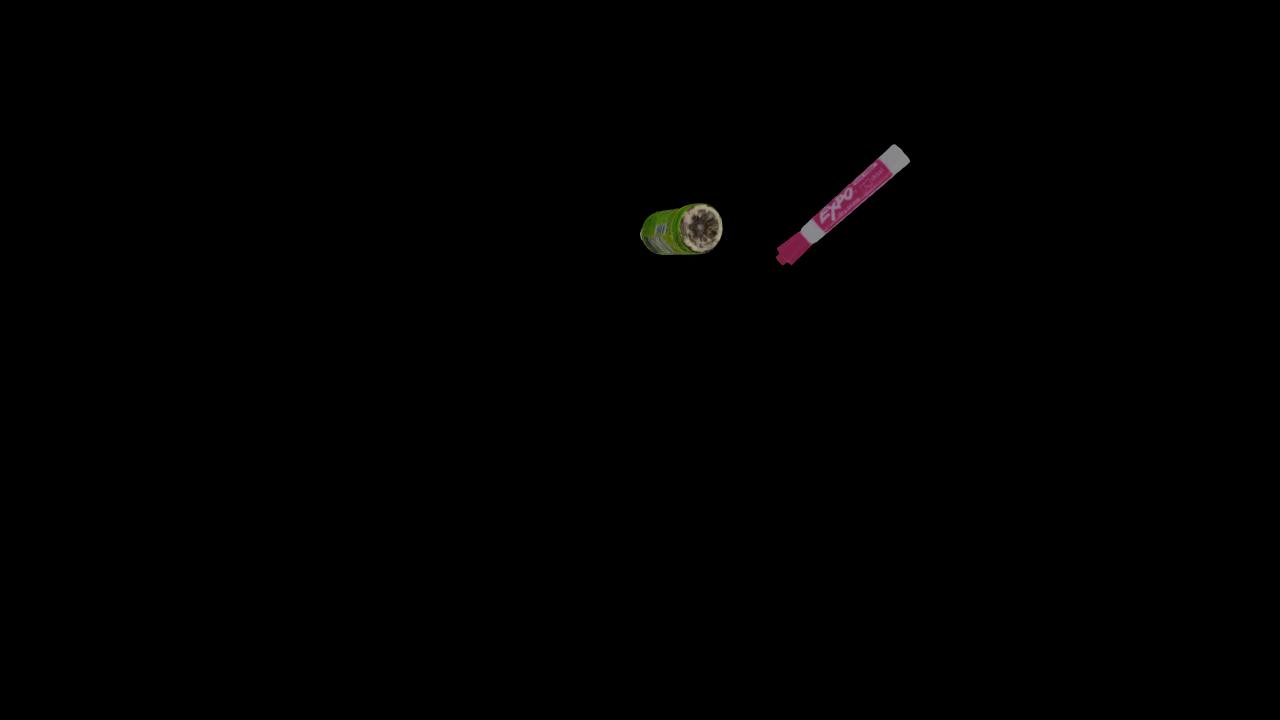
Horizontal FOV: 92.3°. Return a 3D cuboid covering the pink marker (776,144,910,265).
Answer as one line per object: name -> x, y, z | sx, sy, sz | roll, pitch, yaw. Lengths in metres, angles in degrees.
pink marker -> 0.157, -0.119, 0.487 | 0.121, 0.020, 0.020 | -42, -19, 23

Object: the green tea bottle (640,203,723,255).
green tea bottle -> 0.048, -0.194, 0.927 | 0.073, 0.073, 0.212 | 0, 9, -22
